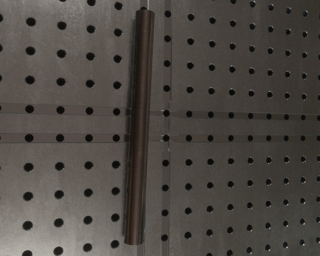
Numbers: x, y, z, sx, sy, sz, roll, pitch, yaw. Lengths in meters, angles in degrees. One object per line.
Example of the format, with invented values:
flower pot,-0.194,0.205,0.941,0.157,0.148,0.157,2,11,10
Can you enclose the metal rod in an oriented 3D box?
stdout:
metal rod,-0.027,-0.002,0.403,0.025,0.025,0.298,3,89,-20
